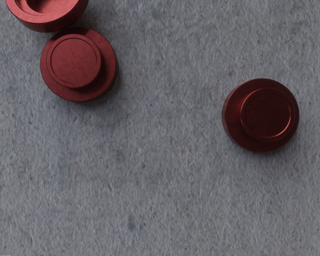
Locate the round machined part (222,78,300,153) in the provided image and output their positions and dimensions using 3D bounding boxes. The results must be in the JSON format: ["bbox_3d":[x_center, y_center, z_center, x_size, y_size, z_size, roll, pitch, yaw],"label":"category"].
[{"bbox_3d":[0.133,-0.016,0.403,0.099,0.042,0.097,0,90,-1],"label":"round machined part"}]

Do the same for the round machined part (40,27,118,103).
[{"bbox_3d":[-0.106,-0.083,0.400,0.099,0.042,0.097,0,90,-1],"label":"round machined part"}]

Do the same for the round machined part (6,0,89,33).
[{"bbox_3d":[-0.137,-0.164,0.392,0.099,0.042,0.098,-1,76,4],"label":"round machined part"}]
